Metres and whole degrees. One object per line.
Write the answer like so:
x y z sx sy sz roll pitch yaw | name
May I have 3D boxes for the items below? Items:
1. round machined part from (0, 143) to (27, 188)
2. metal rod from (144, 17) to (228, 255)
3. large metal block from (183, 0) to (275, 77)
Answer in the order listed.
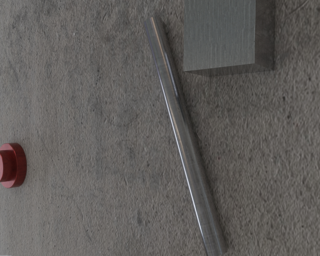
-0.332 0.081 0.668 0.098 0.042 0.097 0 90 40 | round machined part
0.028 0.001 0.382 0.025 0.025 0.299 -24 75 37 | metal rod
0.073 -0.100 0.329 0.080 0.050 0.079 2 91 40 | large metal block
